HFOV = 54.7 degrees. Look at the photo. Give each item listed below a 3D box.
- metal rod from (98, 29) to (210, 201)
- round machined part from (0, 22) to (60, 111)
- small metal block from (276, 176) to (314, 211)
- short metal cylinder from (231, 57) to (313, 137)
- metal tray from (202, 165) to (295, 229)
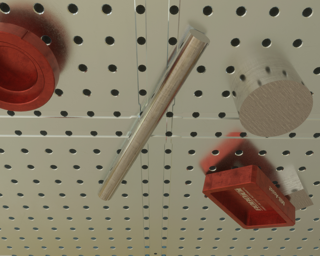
[{"bbox_3d":[-0.023,0.005,0.415,0.025,0.025,0.298,20,127,-17],"label":"metal rod"},{"bbox_3d":[-0.160,-0.069,0.340,0.099,0.042,0.097,0,130,0],"label":"round machined part"},{"bbox_3d":[0.215,0.112,0.509,0.050,0.025,0.050,-28,125,21],"label":"small metal block"},{"bbox_3d":[0.130,-0.036,0.366,0.081,0.050,0.079,0,130,0],"label":"short metal cylinder"},{"bbox_3d":[0.140,0.113,0.484,0.090,0.030,0.130,-21,127,40],"label":"metal tray"}]
